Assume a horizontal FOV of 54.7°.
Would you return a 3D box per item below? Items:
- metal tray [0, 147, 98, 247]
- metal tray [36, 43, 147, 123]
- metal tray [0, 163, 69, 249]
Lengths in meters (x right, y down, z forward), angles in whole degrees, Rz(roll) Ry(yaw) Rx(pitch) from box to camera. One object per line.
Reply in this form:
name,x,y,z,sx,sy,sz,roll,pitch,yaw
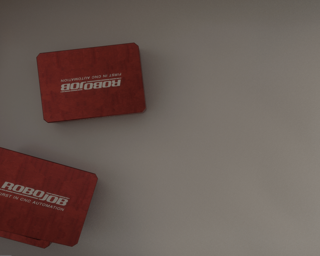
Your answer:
metal tray,-0.153,0.084,0.381,0.131,0.030,0.090,18,73,-12
metal tray,-0.088,-0.058,0.408,0.131,0.030,0.089,-7,90,0
metal tray,-0.193,0.094,0.407,0.131,0.030,0.090,15,90,0
